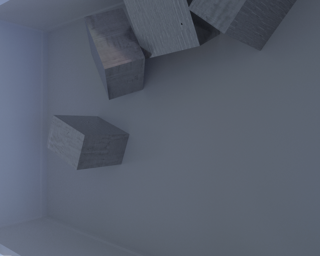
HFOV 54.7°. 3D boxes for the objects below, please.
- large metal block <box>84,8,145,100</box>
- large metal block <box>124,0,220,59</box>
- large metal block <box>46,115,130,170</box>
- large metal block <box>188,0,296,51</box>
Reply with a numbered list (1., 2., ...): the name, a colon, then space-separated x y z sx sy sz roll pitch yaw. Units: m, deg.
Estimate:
1. large metal block: -0.059 -0.096 0.414 0.080 0.050 0.080 104 145 -68
2. large metal block: 0.013 -0.133 0.360 0.080 0.050 0.080 -3 116 40
3. large metal block: -0.107 0.018 0.459 0.080 0.081 0.050 26 107 37
4. large metal block: 0.087 -0.129 0.299 0.050 0.081 0.080 47 118 30
